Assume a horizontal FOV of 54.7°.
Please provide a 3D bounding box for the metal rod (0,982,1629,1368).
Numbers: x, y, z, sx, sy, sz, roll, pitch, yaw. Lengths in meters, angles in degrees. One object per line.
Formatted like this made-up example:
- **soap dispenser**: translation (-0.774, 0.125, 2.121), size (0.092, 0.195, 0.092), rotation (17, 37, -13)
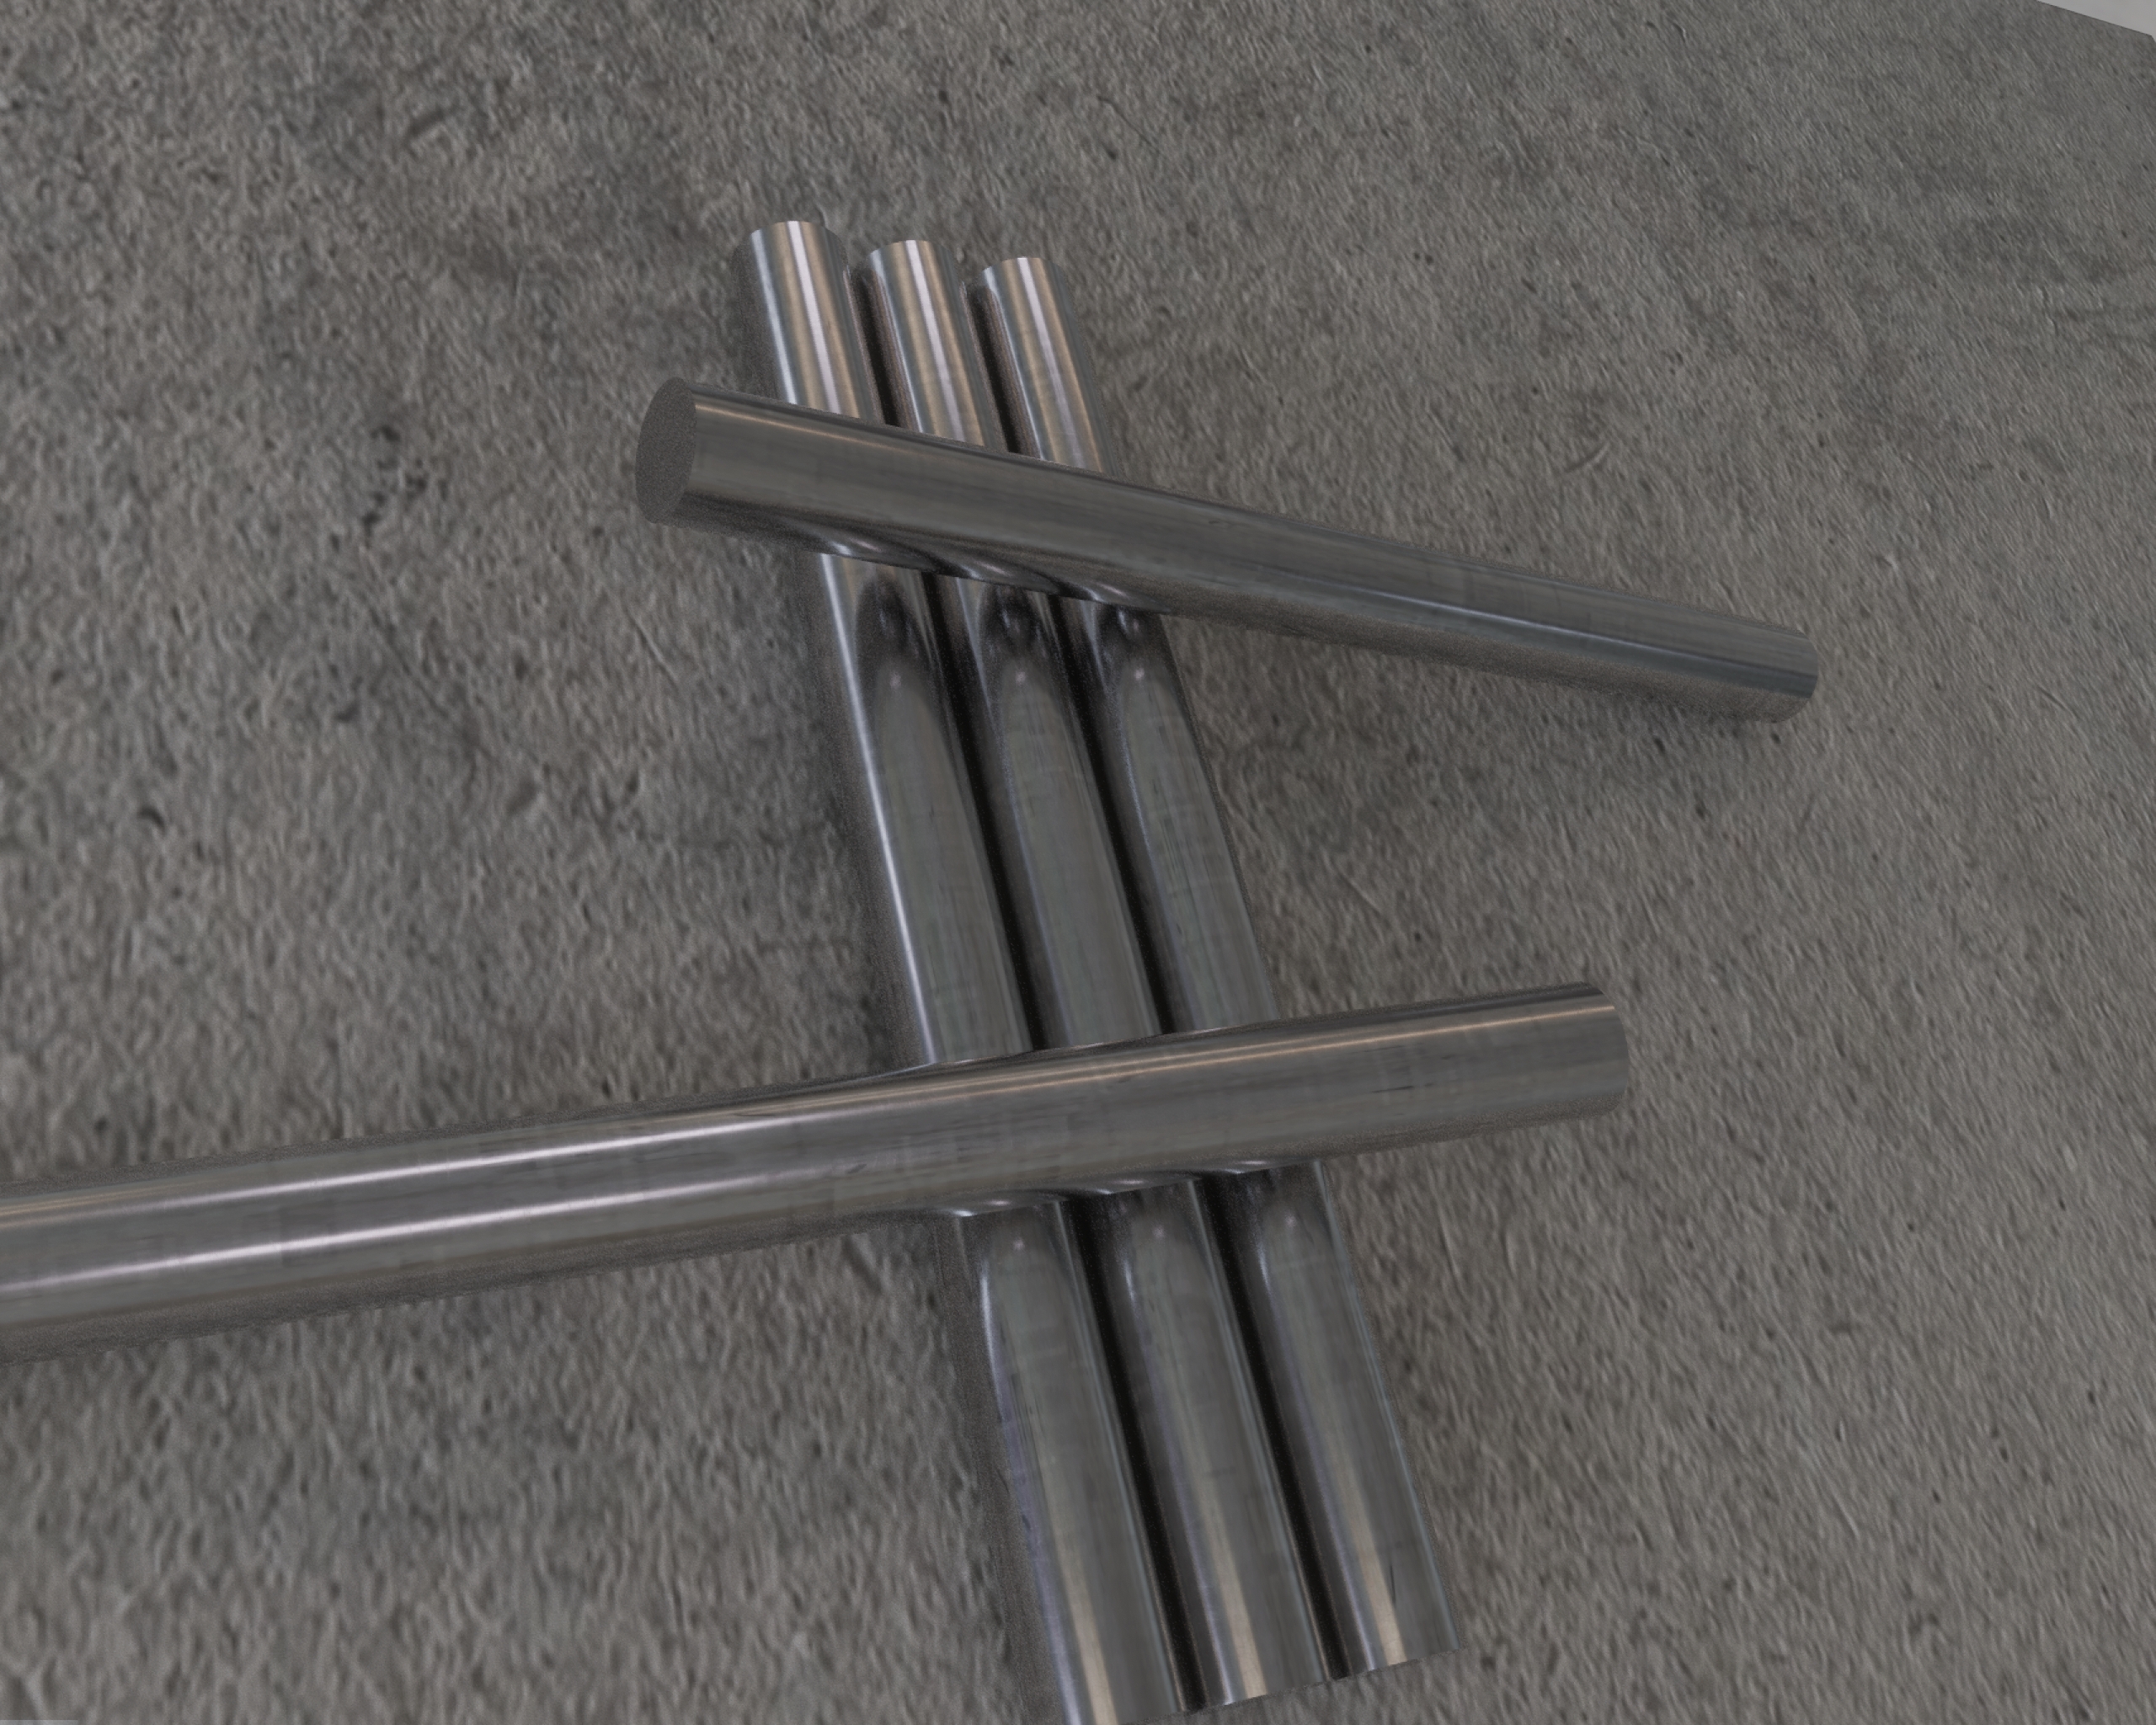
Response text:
- **metal rod**: translation (-0.047, 0.047, 0.323), size (0.303, 0.025, 0.025), rotation (-5, 64, -22)

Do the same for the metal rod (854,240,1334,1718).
- **metal rod**: translation (-0.004, 0.003, 0.399), size (0.025, 0.025, 0.299), rotation (0, 62, -28)

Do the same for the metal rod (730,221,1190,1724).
- **metal rod**: translation (-0.028, 0.003, 0.386), size (0.025, 0.025, 0.299), rotation (0, 62, -28)

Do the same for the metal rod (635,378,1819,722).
- **metal rod**: translation (0.053, -0.059, 0.442), size (0.302, 0.025, 0.025), rotation (5, 59, -35)

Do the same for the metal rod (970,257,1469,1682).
- **metal rod**: translation (0.020, 0.003, 0.412), size (0.025, 0.025, 0.299), rotation (0, 62, -28)
